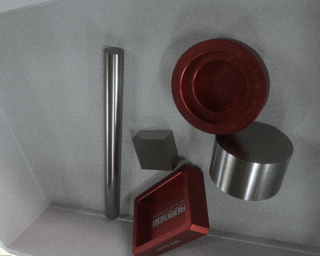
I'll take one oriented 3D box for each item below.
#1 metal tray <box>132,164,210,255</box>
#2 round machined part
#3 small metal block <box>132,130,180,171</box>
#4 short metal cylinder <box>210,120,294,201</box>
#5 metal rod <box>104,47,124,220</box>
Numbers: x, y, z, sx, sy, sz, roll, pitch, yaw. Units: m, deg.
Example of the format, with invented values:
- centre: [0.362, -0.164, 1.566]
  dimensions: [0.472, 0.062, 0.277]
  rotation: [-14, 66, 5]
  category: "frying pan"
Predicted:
- centre: [0.010, 0.119, 0.431]
  dimensions: [0.030, 0.090, 0.129]
  rotation: [24, 135, -28]
  category: "metal tray"
- centre: [0.065, -0.045, 0.328]
  dimensions: [0.098, 0.042, 0.097]
  rotation: [10, 113, 24]
  category: "round machined part"
- centre: [-0.005, 0.031, 0.429]
  dimensions: [0.050, 0.025, 0.050]
  rotation: [-1, 118, 28]
  category: "small metal block"
- centre: [0.098, 0.033, 0.341]
  dimensions: [0.080, 0.080, 0.050]
  rotation: [16, 125, 19]
  category: "short metal cylinder"
- centre: [-0.070, 0.028, 0.461]
  dimensions: [0.025, 0.025, 0.298]
  rotation: [18, 126, 17]
  category: "metal rod"
